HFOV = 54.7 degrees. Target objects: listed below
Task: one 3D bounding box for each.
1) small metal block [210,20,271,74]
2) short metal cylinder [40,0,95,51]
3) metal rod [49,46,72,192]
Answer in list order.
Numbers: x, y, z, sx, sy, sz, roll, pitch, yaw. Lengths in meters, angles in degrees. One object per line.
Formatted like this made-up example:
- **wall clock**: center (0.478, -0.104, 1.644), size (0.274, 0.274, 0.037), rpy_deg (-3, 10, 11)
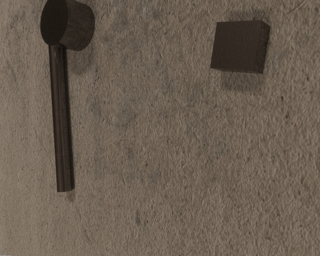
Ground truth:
- **small metal block**: center (0.086, -0.086, 0.333), size (0.050, 0.025, 0.050), rpy_deg (13, 98, 39)
- **short metal cylinder**: center (-0.153, -0.172, 0.512), size (0.080, 0.050, 0.079), rpy_deg (0, 90, 39)
- **metal rod**: center (-0.178, -0.039, 0.548), size (0.025, 0.025, 0.298), rpy_deg (-8, 85, 39)
